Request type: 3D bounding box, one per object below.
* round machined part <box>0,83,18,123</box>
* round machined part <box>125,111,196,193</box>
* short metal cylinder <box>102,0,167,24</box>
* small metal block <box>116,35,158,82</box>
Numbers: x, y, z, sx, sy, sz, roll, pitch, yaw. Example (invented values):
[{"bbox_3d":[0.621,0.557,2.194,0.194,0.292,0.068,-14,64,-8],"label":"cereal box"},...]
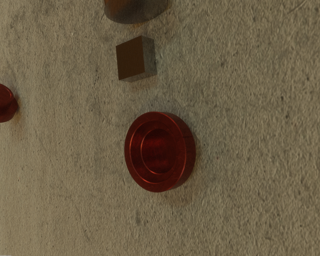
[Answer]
[{"bbox_3d":[-0.343,-0.059,0.636,0.042,0.099,0.098,-52,60,27],"label":"round machined part"},{"bbox_3d":[0.004,0.029,0.388,0.098,0.042,0.097,0,90,39],"label":"round machined part"},{"bbox_3d":[-0.035,-0.176,0.396,0.080,0.081,0.050,-18,79,38],"label":"short metal cylinder"},{"bbox_3d":[-0.033,-0.094,0.430,0.050,0.025,0.050,-9,84,39],"label":"small metal block"}]
